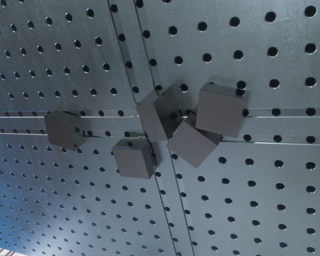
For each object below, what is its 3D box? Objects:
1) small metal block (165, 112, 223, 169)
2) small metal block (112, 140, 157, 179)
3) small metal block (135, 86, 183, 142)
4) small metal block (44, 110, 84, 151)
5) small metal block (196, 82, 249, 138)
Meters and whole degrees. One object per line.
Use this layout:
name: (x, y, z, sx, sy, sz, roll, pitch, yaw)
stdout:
small metal block: (0.043, 0.016, 0.398, 0.050, 0.025, 0.050, 37, 129, 3)
small metal block: (-0.038, 0.046, 0.458, 0.050, 0.025, 0.050, 1, 119, 27)
small metal block: (0.001, -0.017, 0.383, 0.025, 0.050, 0.050, -9, 114, 32)
small metal block: (-0.151, 0.004, 0.491, 0.050, 0.025, 0.050, 15, 125, 19)
small metal block: (0.071, -0.021, 0.360, 0.050, 0.025, 0.050, 15, 125, 19)
